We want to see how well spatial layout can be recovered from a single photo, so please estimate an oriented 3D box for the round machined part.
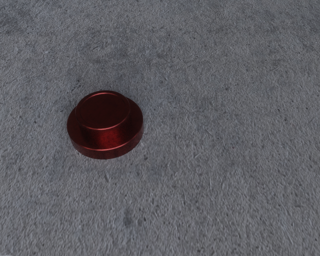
[{"bbox_3d":[-0.071,-0.011,0.401,0.099,0.042,0.098,0,50,0],"label":"round machined part"}]
